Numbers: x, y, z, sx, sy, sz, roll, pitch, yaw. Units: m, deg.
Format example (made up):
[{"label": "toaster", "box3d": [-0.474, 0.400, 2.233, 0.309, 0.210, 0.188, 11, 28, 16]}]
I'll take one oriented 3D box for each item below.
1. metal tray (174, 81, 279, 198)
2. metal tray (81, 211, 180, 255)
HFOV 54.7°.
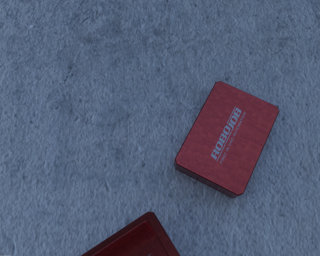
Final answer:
[{"label": "metal tray", "box3d": [0.086, 0.013, 0.402, 0.090, 0.030, 0.130, 27, 72, 9]}, {"label": "metal tray", "box3d": [-0.041, 0.158, 0.319, 0.131, 0.030, 0.090, -32, 38, -9]}]
